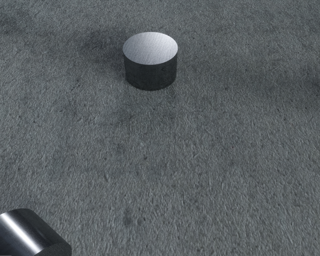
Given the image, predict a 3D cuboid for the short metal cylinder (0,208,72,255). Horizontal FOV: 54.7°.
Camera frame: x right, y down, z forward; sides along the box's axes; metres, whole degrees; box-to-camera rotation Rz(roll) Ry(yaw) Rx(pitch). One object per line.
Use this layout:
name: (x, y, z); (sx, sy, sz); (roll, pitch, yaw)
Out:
short metal cylinder: (-0.125, 0.118, 0.267); (0.050, 0.080, 0.080); (31, 57, 23)

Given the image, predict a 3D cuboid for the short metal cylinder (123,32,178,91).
short metal cylinder: (-0.014, -0.102, 0.473); (0.080, 0.050, 0.080); (0, 50, 0)
